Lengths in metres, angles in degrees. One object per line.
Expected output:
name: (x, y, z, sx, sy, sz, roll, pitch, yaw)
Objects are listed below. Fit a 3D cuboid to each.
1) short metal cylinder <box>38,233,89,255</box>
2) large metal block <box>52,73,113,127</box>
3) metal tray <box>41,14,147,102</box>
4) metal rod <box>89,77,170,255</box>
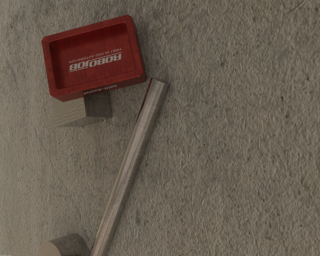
short metal cylinder: (-0.161, 0.224, 0.518, 0.080, 0.050, 0.079, 0, 90, 39)
large metal block: (-0.125, -0.048, 0.489, 0.080, 0.050, 0.080, -14, 81, 39)
metal tray: (-0.091, -0.095, 0.431, 0.131, 0.030, 0.090, -13, 80, 5)
metal rod: (-0.050, 0.072, 0.443, 0.025, 0.025, 0.298, 32, 110, 35)
